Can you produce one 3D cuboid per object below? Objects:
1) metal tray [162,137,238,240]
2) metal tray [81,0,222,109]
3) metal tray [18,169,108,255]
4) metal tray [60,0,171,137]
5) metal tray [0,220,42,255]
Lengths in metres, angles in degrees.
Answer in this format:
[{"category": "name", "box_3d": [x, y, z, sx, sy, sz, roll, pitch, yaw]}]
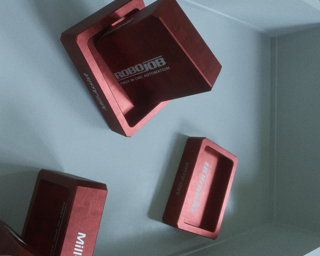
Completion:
[{"category": "metal tray", "box_3d": [0.063, 0.088, 0.455, 0.090, 0.030, 0.130, 30, 71, -36]}, {"category": "metal tray", "box_3d": [-0.014, -0.069, 0.322, 0.090, 0.130, 0.030, 47, 56, -29]}, {"category": "metal tray", "box_3d": [-0.097, 0.108, 0.282, 0.030, 0.090, 0.129, 20, 78, -39]}, {"category": "metal tray", "box_3d": [-0.038, -0.065, 0.345, 0.090, 0.030, 0.130, -44, 131, -26]}, {"category": "metal tray", "box_3d": [-0.138, 0.116, 0.223, 0.030, 0.130, 0.090, 51, 60, -29]}]
